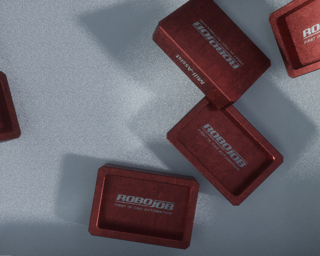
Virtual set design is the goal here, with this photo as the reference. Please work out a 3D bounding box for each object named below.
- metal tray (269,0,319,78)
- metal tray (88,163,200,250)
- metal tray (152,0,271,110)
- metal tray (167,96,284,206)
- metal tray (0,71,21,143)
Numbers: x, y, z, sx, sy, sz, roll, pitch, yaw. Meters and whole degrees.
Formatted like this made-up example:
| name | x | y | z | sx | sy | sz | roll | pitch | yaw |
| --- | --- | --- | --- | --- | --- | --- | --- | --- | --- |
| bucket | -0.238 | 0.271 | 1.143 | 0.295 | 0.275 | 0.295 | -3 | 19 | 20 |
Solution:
| name | x | y | z | sx | sy | sz | roll | pitch | yaw |
| --- | --- | --- | --- | --- | --- | --- | --- | --- | --- |
| metal tray | 0.200 | -0.121 | 0.363 | 0.030 | 0.130 | 0.090 | -20 | 91 | -31 |
| metal tray | -0.020 | 0.102 | 0.408 | 0.131 | 0.030 | 0.089 | 9 | 90 | -1 |
| metal tray | 0.066 | -0.098 | 0.391 | 0.130 | 0.030 | 0.090 | 47 | 65 | 0 |
| metal tray | 0.084 | 0.025 | 0.410 | 0.090 | 0.030 | 0.130 | -45 | 91 | 0 |
| metal tray | -0.235 | -0.020 | 0.356 | 0.030 | 0.131 | 0.089 | -14 | 90 | 29 |
